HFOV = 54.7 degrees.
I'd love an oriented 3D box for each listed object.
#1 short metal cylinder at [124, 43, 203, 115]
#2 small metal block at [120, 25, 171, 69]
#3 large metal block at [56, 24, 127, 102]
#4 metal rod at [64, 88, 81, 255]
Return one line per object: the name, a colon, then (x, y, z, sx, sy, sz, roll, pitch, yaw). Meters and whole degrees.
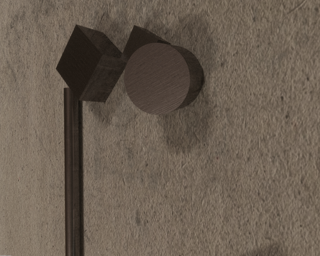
short metal cylinder: (0.005, -0.059, 0.368, 0.080, 0.050, 0.079, 5, 102, 23)
small metal block: (-0.021, -0.104, 0.420, 0.050, 0.025, 0.050, 40, 114, 32)
large metal block: (-0.105, -0.097, 0.473, 0.080, 0.050, 0.080, 50, 119, 28)
metal rod: (-0.148, 0.082, 0.524, 0.025, 0.025, 0.298, -1, 89, 39)
